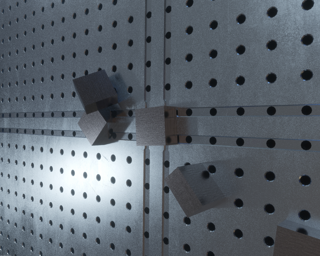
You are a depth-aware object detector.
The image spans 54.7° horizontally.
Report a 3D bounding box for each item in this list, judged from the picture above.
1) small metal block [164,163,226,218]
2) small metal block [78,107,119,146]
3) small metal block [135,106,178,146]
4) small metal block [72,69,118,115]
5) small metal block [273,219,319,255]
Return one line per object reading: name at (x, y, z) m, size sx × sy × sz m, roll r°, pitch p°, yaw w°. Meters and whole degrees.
small metal block at (0.041, 0.070, 0.358) m, size 0.025 × 0.050 × 0.050 m, roll -48°, pitch 62°, yaw 29°
small metal block at (-0.098, -0.008, 0.488) m, size 0.050 × 0.025 × 0.050 m, roll 52°, pitch 120°, yaw 27°
small metal block at (-0.005, -0.002, 0.412) m, size 0.050 × 0.025 × 0.050 m, roll -4°, pitch 88°, yaw 39°
small metal block at (-0.097, -0.055, 0.468) m, size 0.050 × 0.050 × 0.025 m, roll 61°, pitch 163°, yaw 22°
small metal block at (0.138, 0.122, 0.295) m, size 0.050 × 0.025 × 0.050 m, roll 10°, pitch 96°, yaw 39°
